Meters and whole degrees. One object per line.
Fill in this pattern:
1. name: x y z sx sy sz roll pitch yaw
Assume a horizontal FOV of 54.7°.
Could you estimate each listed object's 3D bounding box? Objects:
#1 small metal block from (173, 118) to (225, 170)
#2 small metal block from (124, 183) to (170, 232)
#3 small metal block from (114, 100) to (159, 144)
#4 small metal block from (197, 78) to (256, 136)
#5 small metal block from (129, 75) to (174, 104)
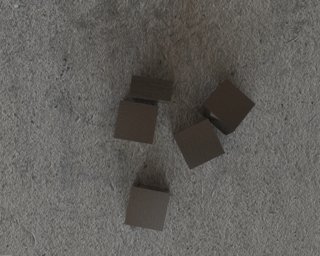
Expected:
1. small metal block: 0.050 0.021 0.410 0.050 0.025 0.050 -26 90 0
2. small metal block: -0.016 0.104 0.410 0.050 0.025 0.050 11 90 0
3. small metal block: -0.031 -0.008 0.410 0.050 0.025 0.050 9 90 0
4. small metal block: 0.086 -0.027 0.404 0.050 0.025 0.050 41 73 0
5. small metal block: -0.010 -0.048 0.397 0.050 0.050 0.025 8 90 0
